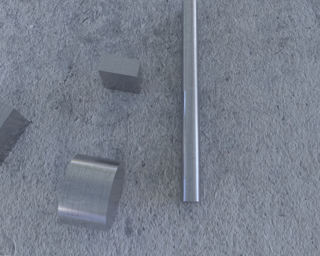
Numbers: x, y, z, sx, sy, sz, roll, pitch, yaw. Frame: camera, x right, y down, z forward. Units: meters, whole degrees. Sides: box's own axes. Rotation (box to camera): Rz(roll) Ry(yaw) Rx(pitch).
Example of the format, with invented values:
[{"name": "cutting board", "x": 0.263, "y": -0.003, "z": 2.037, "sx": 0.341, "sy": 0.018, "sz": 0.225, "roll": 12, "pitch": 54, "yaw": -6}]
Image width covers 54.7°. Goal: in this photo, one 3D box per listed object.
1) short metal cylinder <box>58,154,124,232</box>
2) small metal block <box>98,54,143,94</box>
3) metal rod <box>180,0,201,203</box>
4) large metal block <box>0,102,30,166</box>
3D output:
[{"name": "short metal cylinder", "x": -0.075, "y": 0.072, "z": 0.352, "sx": 0.050, "sy": 0.080, "sz": 0.080, "roll": 9, "pitch": 70, "yaw": 3}, {"name": "small metal block", "x": -0.052, "y": -0.072, "z": 0.421, "sx": 0.050, "sy": 0.050, "sz": 0.025, "roll": 10, "pitch": 71, "yaw": 3}, {"name": "metal rod", "x": 0.042, "y": -0.050, "z": 0.426, "sx": 0.025, "sy": 0.025, "sz": 0.299, "roll": 2, "pitch": 70, "yaw": 0}, {"name": "large metal block", "x": -0.231, "y": 0.002, "z": 0.391, "sx": 0.080, "sy": 0.050, "sz": 0.080, "roll": 24, "pitch": 72, "yaw": 8}]
